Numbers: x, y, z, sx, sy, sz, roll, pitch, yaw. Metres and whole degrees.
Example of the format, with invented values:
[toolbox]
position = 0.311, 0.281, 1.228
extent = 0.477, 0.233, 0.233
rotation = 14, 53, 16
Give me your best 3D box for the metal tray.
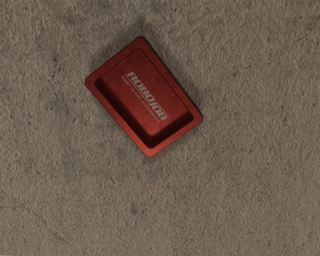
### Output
[metal tray]
position = -0.018, -0.038, 0.392
extent = 0.090, 0.030, 0.130
rotation = -36, 107, 12
